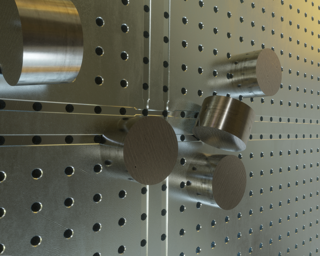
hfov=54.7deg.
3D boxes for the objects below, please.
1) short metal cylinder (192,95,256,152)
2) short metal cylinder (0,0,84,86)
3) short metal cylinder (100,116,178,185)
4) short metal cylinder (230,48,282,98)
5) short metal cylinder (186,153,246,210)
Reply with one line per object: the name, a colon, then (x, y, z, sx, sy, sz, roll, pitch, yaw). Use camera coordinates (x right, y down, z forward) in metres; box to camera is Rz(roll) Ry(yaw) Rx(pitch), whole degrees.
short metal cylinder: (0.094, -0.005, 0.454, 0.080, 0.080, 0.050, 36, 68, -35)
short metal cylinder: (-0.111, -0.079, 0.281, 0.050, 0.080, 0.079, -10, 97, -40)
short metal cylinder: (-0.024, 0.025, 0.374, 0.081, 0.050, 0.079, 0, 90, -40)
short metal cylinder: (0.167, -0.093, 0.536, 0.081, 0.050, 0.079, 0, 90, -40)
short metal cylinder: (0.086, 0.079, 0.468, 0.081, 0.050, 0.079, 0, 90, -40)
